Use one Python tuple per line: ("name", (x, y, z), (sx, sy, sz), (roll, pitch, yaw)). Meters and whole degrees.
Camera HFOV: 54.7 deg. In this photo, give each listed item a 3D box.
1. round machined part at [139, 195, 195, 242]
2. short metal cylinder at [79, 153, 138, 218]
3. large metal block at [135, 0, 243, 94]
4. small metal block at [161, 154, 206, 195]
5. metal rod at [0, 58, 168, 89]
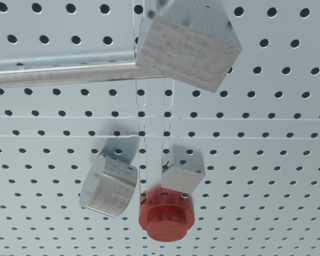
("round machined part", (0.012, 0.163, 0.540), (0.099, 0.042, 0.097), (-1, 130, 0))
("short metal cylinder", (-0.074, 0.082, 0.445), (0.050, 0.080, 0.080), (27, 125, -21))
("large metal block", (0.024, -0.088, 0.301), (0.081, 0.080, 0.050), (17, 128, -14))
("small metal block", (0.035, 0.072, 0.473), (0.050, 0.025, 0.050), (17, 128, -14))
("metal rod", (-0.141, -0.061, 0.357), (0.302, 0.025, 0.025), (-3, 130, 2))
